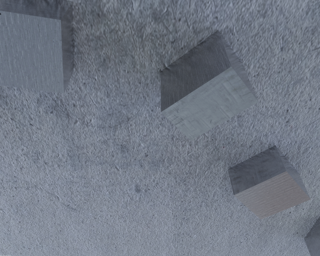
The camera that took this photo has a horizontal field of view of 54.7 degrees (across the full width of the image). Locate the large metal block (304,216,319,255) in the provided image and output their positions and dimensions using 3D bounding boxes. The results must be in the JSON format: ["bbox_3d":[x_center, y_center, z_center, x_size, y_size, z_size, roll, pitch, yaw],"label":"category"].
[{"bbox_3d":[0.328,0.207,0.570,0.081,0.050,0.079,3,130,-3],"label":"large metal block"}]

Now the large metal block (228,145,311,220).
[{"bbox_3d":[0.162,0.083,0.463,0.080,0.050,0.080,-33,123,24],"label":"large metal block"}]

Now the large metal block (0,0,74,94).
[{"bbox_3d":[-0.134,-0.087,0.315,0.081,0.050,0.079,7,130,-6],"label":"large metal block"}]

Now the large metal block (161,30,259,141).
[{"bbox_3d":[0.048,-0.046,0.332,0.080,0.080,0.050,-32,123,24],"label":"large metal block"}]
